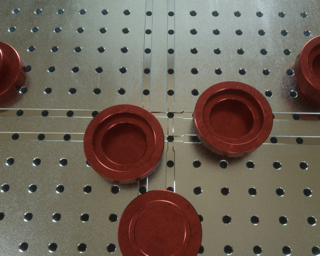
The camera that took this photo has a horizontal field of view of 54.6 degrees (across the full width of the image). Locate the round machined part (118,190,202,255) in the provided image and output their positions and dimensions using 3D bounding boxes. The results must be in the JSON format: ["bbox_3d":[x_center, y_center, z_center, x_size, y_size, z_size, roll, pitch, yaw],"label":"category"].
[{"bbox_3d":[0.000,0.120,0.359,0.099,0.042,0.098,0,70,0],"label":"round machined part"}]

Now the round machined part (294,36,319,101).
[{"bbox_3d":[0.236,-0.078,0.432,0.099,0.042,0.098,0,70,0],"label":"round machined part"}]

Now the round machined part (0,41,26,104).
[{"bbox_3d":[-0.244,-0.082,0.432,0.099,0.042,0.098,0,70,0],"label":"round machined part"}]

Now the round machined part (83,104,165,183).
[{"bbox_3d":[-0.044,0.022,0.394,0.099,0.042,0.098,0,70,0],"label":"round machined part"}]

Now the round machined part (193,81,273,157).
[{"bbox_3d":[0.092,-0.009,0.407,0.099,0.042,0.098,0,70,0],"label":"round machined part"}]
